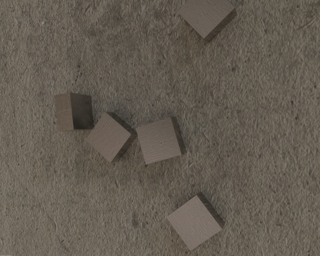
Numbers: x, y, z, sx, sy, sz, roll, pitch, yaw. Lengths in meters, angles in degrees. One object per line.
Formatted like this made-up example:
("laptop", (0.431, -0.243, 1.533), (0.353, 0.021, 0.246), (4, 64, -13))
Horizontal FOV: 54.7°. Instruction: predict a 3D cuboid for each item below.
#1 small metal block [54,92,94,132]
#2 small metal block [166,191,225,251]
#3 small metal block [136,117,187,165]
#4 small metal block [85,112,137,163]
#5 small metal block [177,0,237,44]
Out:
("small metal block", (-0.120, -0.021, 0.438), (0.025, 0.050, 0.050), (-7, 88, 20))
("small metal block", (0.046, 0.117, 0.393), (0.050, 0.025, 0.050), (-40, 78, 15))
("small metal block", (0.002, 0.017, 0.408), (0.050, 0.025, 0.050), (-18, 84, 19))
("small metal block", (-0.067, 0.012, 0.433), (0.050, 0.025, 0.050), (40, 102, 15))
("small metal block", (0.059, -0.144, 0.388), (0.050, 0.025, 0.050), (-44, 77, 14))
